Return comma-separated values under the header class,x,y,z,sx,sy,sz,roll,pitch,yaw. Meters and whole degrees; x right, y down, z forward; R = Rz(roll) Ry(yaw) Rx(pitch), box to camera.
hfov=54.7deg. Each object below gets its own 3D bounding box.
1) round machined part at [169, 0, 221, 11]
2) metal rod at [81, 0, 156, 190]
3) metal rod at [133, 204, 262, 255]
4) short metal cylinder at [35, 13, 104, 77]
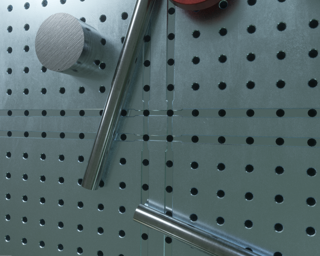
class,x,y,z,sx,sy,sz,roll,pitch,yaw
round machined part,0.048,-0.195,0.387,0.098,0.042,0.097,0,90,20
metal rod,-0.056,-0.056,0.432,0.025,0.025,0.298,20,97,19
metal rod,0.105,0.161,0.375,0.301,0.025,0.025,19,96,19
short metal cylinder,-0.129,-0.117,0.445,0.080,0.050,0.080,0,90,20
